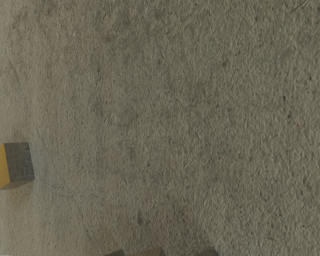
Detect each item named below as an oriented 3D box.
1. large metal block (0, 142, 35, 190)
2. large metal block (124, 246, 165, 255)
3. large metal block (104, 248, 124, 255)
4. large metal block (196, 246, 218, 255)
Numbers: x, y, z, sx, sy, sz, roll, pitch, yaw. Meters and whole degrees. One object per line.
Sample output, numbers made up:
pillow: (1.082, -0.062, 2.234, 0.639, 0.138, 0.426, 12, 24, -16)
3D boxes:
large metal block: (-0.311, 0.081, 0.646, 0.080, 0.050, 0.080, -26, 74, 37)
large metal block: (-0.031, 0.197, 0.370, 0.080, 0.080, 0.050, -19, 104, 13)
large metal block: (-0.076, 0.239, 0.452, 0.080, 0.050, 0.080, -50, 61, 28)
large metal block: (0.042, 0.184, 0.330, 0.050, 0.080, 0.080, -39, 66, 24)
